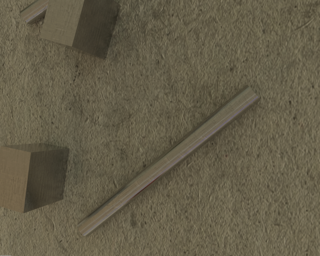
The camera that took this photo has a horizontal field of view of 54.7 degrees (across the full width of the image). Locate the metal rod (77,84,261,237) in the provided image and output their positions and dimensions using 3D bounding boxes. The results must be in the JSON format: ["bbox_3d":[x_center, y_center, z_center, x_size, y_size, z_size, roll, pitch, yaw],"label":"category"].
[{"bbox_3d":[0.002,0.051,0.407,0.300,0.025,0.025,-40,78,15],"label":"metal rod"}]

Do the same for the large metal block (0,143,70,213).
[{"bbox_3d":[-0.180,0.066,0.441,0.050,0.080,0.079,9,93,19],"label":"large metal block"}]

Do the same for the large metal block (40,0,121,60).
[{"bbox_3d":[-0.104,-0.144,0.415,0.050,0.080,0.080,19,96,19],"label":"large metal block"}]

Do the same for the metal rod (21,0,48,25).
[{"bbox_3d":[-0.076,-0.233,0.434,0.300,0.025,0.025,-26,82,17],"label":"metal rod"}]
